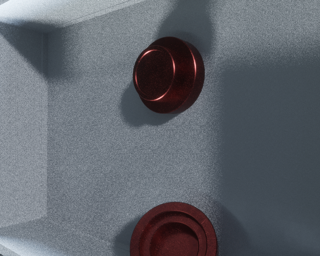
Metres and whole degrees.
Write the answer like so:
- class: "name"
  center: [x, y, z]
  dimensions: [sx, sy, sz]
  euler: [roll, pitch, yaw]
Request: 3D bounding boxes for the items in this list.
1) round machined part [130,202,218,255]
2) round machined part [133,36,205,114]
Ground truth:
- class: "round machined part"
  center: [0.018, 0.140, 0.359]
  dimensions: [0.098, 0.042, 0.098]
  euler: [-7, 53, 10]
- class: "round machined part"
  center: [0.004, -0.067, 0.393]
  dimensions: [0.098, 0.042, 0.097]
  euler: [0, 90, 40]
